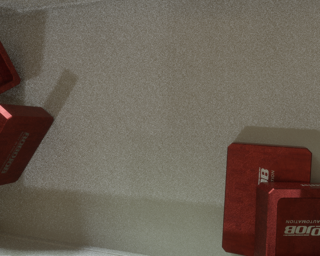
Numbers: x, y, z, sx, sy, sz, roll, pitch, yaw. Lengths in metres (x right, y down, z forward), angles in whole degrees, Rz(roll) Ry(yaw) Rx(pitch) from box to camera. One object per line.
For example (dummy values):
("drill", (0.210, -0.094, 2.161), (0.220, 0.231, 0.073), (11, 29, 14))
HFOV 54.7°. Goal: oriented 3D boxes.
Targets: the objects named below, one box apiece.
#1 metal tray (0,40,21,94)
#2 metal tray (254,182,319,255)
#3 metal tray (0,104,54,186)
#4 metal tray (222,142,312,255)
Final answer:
("metal tray", (-0.274, -0.077, 0.435), (0.030, 0.131, 0.090), (1, 122, 33))
("metal tray", (0.167, 0.104, 0.320), (0.131, 0.030, 0.089), (2, 91, -6))
("metal tray", (-0.225, 0.028, 0.455), (0.030, 0.090, 0.129), (38, 102, 16))
("metal tray", (0.124, 0.084, 0.364), (0.090, 0.030, 0.129), (3, 91, 20))
